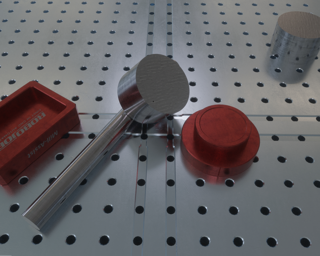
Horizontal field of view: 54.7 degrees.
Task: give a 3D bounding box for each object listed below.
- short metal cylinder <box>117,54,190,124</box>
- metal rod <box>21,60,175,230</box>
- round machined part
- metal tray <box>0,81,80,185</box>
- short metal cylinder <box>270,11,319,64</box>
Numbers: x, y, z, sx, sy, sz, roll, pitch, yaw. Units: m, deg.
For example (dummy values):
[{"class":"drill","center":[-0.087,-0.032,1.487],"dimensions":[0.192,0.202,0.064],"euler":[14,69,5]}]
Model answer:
[{"class":"short metal cylinder","center":[-0.008,-0.050,0.408],"dimensions":[0.081,0.050,0.080],"euler":[11,70,-31]},{"class":"metal rod","center":[-0.057,0.000,0.406],"dimensions":[0.025,0.025,0.301],"euler":[25,54,19]},{"class":"round machined part","center":[0.076,0.008,0.390],"dimensions":[0.099,0.042,0.098],"euler":[0,50,0]},{"class":"metal tray","center":[-0.182,0.000,0.402],"dimensions":[0.090,0.030,0.131],"euler":[28,55,21]},{"class":"short metal cylinder","center":[0.232,-0.152,0.521],"dimensions":[0.080,0.050,0.080],"euler":[0,50,0]}]
